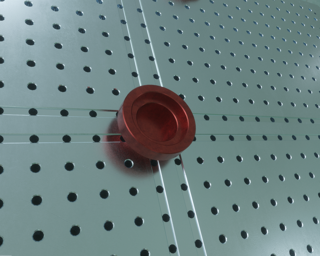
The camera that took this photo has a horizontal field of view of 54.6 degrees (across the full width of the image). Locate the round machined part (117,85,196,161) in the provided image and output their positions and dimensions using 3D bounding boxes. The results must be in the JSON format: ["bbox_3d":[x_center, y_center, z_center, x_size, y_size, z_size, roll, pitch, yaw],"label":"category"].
[{"bbox_3d":[-0.007,-0.003,0.395,0.099,0.042,0.098,13,56,-21],"label":"round machined part"}]
